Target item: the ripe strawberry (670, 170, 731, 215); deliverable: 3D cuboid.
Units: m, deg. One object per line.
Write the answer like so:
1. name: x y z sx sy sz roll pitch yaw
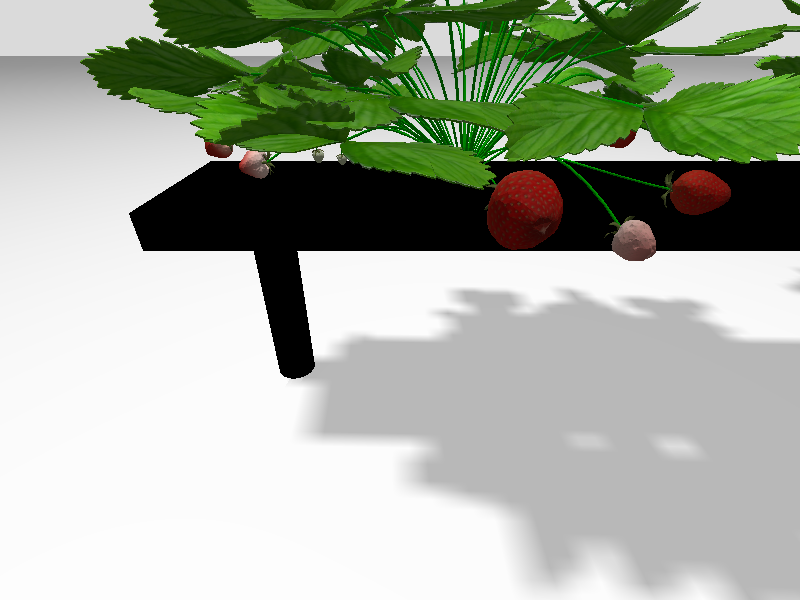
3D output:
1. ripe strawberry: 0.203 -0.073 0.271 0.034 0.029 0.034 17 37 24

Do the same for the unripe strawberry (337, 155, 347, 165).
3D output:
1. unripe strawberry: -0.056 -0.135 0.386 0.010 0.010 0.009 13 35 19

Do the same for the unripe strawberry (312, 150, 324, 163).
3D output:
1. unripe strawberry: -0.079 -0.139 0.388 0.011 0.012 0.011 12 35 17

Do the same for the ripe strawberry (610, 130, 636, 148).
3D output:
1. ripe strawberry: 0.244 -0.184 0.443 0.035 0.030 0.035 1 27 -38

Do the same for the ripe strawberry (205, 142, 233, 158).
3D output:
1. ripe strawberry: -0.186 -0.157 0.409 0.028 0.027 0.026 -16 24 29

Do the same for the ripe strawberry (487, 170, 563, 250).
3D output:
1. ripe strawberry: 0.072 -0.048 0.225 0.042 0.045 0.045 -4 34 -6

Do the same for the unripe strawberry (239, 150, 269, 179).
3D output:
1. unripe strawberry: -0.125 -0.117 0.345 0.025 0.024 0.027 -5 33 4

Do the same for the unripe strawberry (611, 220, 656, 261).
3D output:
1. unripe strawberry: 0.125 -0.030 0.213 0.020 0.021 0.022 -14 -37 -20
